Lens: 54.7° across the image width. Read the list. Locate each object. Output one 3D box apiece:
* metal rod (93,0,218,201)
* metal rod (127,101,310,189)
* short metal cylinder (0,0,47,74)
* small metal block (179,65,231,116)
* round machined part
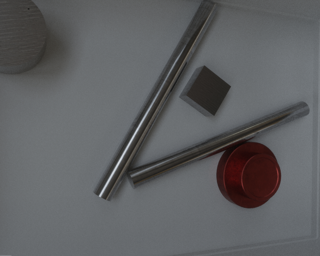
[{"bbox_3d":[-0.001,-0.044,0.411,0.025,0.025,0.299,32,79,-18],"label":"metal rod"},{"bbox_3d":[0.096,0.018,0.447,0.302,0.025,0.025,-20,97,-19],"label":"metal rod"},{"bbox_3d":[-0.166,-0.102,0.336,0.081,0.050,0.079,0,90,-21],"label":"short metal cylinder"},{"bbox_3d":[0.063,-0.051,0.435,0.050,0.025,0.050,34,79,-17],"label":"small metal block"},{"bbox_3d":[0.136,0.070,0.454,0.099,0.042,0.097,0,90,-21],"label":"round machined part"}]
